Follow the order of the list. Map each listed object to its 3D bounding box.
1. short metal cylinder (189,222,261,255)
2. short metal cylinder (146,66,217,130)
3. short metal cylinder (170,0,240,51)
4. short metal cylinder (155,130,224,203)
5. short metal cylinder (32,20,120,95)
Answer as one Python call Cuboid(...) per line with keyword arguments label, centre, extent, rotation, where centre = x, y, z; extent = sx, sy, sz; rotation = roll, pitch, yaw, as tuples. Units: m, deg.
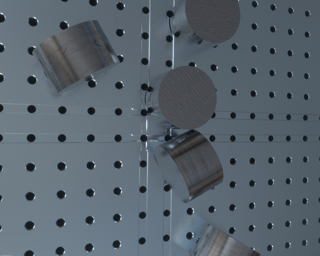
Cuboid(label="short metal cylinder", centre=(0.086, 0.170, 0.415), extent=(0.080, 0.080, 0.050), rotation=(33, 79, -17))
Cuboid(label="short metal cylinder", centre=(0.027, -0.038, 0.409), extent=(0.081, 0.050, 0.079), rotation=(0, 90, -20))
Cuboid(label="short metal cylinder", centre=(0.061, -0.149, 0.421), extent=(0.081, 0.050, 0.079), rotation=(0, 90, -20))
Cuboid(label="short metal cylinder", centre=(0.036, 0.048, 0.397), extent=(0.050, 0.080, 0.080), rotation=(-26, 99, -18))
Cuboid(label="short metal cylinder", centre=(-0.093, -0.078, 0.349), extent=(0.080, 0.080, 0.050), rotation=(-31, 101, -17))
